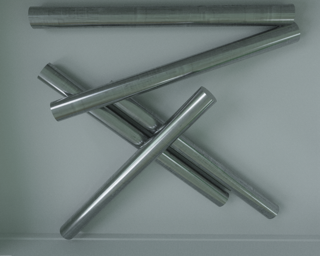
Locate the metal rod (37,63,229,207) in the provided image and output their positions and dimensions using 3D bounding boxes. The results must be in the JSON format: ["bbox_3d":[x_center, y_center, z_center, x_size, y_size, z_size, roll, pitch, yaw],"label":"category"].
[{"bbox_3d":[-0.026,0.016,0.416,0.301,0.025,0.025,37,106,-13],"label":"metal rod"}]

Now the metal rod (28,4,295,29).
[{"bbox_3d":[0.003,-0.131,0.362,0.302,0.025,0.025,-1,110,-1],"label":"metal rod"}]

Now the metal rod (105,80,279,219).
[{"bbox_3d":[0.049,0.037,0.425,0.301,0.025,0.025,37,106,-13],"label":"metal rod"}]

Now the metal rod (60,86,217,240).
[{"bbox_3d":[-0.042,0.059,0.410,0.025,0.025,0.299,39,113,-14],"label":"metal rod"}]

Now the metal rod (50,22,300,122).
[{"bbox_3d":[0.018,-0.067,0.369,0.302,0.025,0.025,-19,109,0],"label":"metal rod"}]
